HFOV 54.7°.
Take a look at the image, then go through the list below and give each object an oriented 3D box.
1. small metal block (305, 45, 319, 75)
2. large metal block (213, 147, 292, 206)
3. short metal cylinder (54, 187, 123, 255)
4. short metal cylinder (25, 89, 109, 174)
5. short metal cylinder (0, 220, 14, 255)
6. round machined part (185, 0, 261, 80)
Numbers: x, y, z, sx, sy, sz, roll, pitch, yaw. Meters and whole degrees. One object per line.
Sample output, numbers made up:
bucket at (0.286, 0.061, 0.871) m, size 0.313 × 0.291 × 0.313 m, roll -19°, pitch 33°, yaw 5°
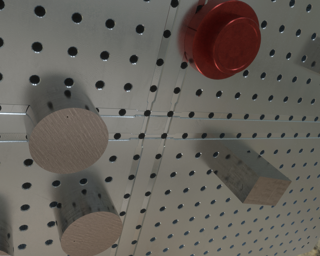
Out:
small metal block at (0.269, -0.107, 0.492) m, size 0.050 × 0.025 × 0.050 m, roll 14°, pitch 111°, yaw -34°
large metal block at (0.149, 0.079, 0.506) m, size 0.081 × 0.080 × 0.050 m, roll 13°, pitch 112°, yaw -34°
short metal cylinder at (-0.097, 0.127, 0.420) m, size 0.081 × 0.050 × 0.079 m, roll -14°, pitch 124°, yaw -21°
short metal cylinder at (-0.103, 0.003, 0.341) m, size 0.081 × 0.050 × 0.079 m, roll -14°, pitch 124°, yaw -21°
short metal cylinder at (-0.219, 0.154, 0.371) m, size 0.081 × 0.050 × 0.079 m, roll -14°, pitch 124°, yaw -21°
round machined part at (0.083, -0.105, 0.381) m, size 0.099 × 0.042 × 0.097 m, roll -14°, pitch 124°, yaw -21°
